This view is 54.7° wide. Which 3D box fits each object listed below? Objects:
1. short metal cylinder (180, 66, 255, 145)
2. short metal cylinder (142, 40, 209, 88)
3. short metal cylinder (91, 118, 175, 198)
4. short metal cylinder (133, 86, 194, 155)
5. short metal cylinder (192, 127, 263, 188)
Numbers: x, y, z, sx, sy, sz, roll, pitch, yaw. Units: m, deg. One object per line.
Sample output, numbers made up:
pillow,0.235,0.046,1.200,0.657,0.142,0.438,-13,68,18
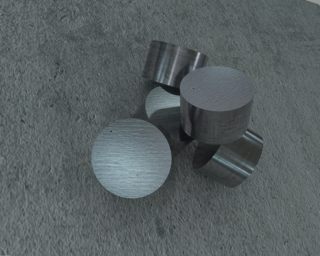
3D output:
short metal cylinder,0.063,-0.027,0.354,0.080,0.050,0.080,-2,45,2
short metal cylinder,0.020,-0.083,0.423,0.081,0.080,0.050,13,100,-21
short metal cylinder,-0.026,0.029,0.331,0.080,0.050,0.079,0,92,6
short metal cylinder,0.009,-0.007,0.398,0.081,0.050,0.080,14,55,-21
short metal cylinder,0.085,0.029,0.397,0.050,0.080,0.080,31,52,-9
